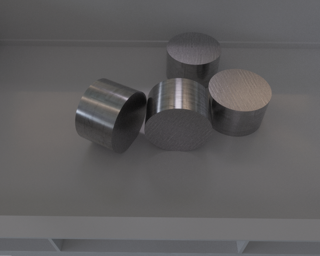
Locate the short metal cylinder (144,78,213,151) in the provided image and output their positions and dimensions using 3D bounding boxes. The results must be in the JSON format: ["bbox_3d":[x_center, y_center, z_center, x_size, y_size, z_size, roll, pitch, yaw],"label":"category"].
[{"bbox_3d":[0.023,-0.015,0.382,0.080,0.080,0.050,2,50,2],"label":"short metal cylinder"}]

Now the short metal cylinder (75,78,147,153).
[{"bbox_3d":[-0.058,-0.015,0.382,0.050,0.080,0.080,22,54,18],"label":"short metal cylinder"}]

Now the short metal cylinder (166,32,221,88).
[{"bbox_3d":[0.050,-0.103,0.475,0.080,0.050,0.080,0,50,0],"label":"short metal cylinder"}]

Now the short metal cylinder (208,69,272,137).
[{"bbox_3d":[0.103,-0.035,0.419,0.080,0.050,0.080,0,50,0],"label":"short metal cylinder"}]
